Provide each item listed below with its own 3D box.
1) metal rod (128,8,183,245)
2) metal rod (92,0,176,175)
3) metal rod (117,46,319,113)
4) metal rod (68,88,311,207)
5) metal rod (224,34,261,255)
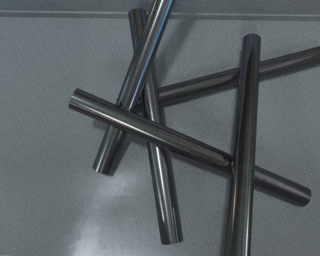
[{"bbox_3d":[-0.008,-0.011,0.391,0.025,0.025,0.299,-8,78,-3],"label":"metal rod"},{"bbox_3d":[-0.020,-0.085,0.376,0.025,0.025,0.298,22,96,7],"label":"metal rod"},{"bbox_3d":[0.089,-0.067,0.434,0.302,0.025,0.025,-15,71,-6],"label":"metal rod"},{"bbox_3d":[0.040,0.026,0.365,0.301,0.025,0.025,23,71,-6],"label":"metal rod"},{"bbox_3d":[0.100,0.007,0.363,0.025,0.025,0.300,10,62,4],"label":"metal rod"}]
